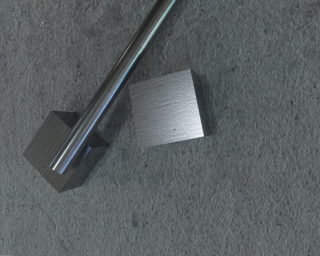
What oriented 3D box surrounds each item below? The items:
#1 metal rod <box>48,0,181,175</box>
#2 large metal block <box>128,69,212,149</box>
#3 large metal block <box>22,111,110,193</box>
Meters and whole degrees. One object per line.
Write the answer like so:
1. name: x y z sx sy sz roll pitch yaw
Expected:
1. metal rod: -0.048 -0.073 0.395 0.025 0.025 0.299 33 89 17
2. large metal block: 0.014 -0.022 0.391 0.080 0.050 0.080 -12 86 19
3. large metal block: -0.133 0.032 0.443 0.080 0.050 0.080 40 103 15
